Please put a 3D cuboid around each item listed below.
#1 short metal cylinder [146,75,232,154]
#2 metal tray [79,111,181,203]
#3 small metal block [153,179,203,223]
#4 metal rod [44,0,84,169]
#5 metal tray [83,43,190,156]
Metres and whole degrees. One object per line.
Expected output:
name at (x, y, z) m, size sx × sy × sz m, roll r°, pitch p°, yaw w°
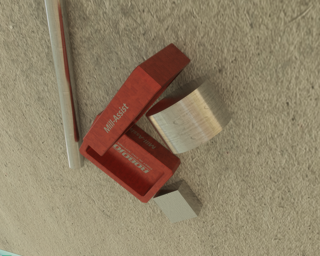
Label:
short metal cylinder at (0.031, -0.015, 0.344) m, size 0.080 × 0.080 × 0.050 m, roll -25°, pitch 105°, yaw 36°
metal tray at (-0.047, 0.041, 0.451) m, size 0.130 × 0.030 × 0.089 m, roll 38°, pitch 129°, yaw 2°
small metal block at (0.027, 0.109, 0.459) m, size 0.050 × 0.025 × 0.050 m, roll -28°, pitch 103°, yaw 37°
metal rod at (-0.132, -0.065, 0.434) m, size 0.025 × 0.025 × 0.298 m, roll 16°, pitch 125°, yaw 19°
metal tray at (-0.028, -0.031, 0.358) m, size 0.030 × 0.090 × 0.129 m, roll 43°, pitch 129°, yaw -2°
